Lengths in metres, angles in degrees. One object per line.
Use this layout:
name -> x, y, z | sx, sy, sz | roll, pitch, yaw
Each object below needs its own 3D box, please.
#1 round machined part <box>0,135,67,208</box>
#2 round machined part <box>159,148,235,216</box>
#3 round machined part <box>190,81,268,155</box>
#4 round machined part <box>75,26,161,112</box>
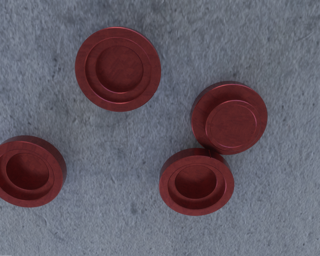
round machined part -> -0.175, 0.055, 0.418 | 0.099, 0.042, 0.097 | 0, 110, -1
round machined part -> 0.048, 0.069, 0.423 | 0.099, 0.042, 0.097 | 0, 116, 1
round machined part -> 0.090, -0.009, 0.399 | 0.099, 0.042, 0.097 | 0, 110, -1
round machined part -> -0.048, -0.072, 0.374 | 0.099, 0.042, 0.097 | 0, 110, -1
